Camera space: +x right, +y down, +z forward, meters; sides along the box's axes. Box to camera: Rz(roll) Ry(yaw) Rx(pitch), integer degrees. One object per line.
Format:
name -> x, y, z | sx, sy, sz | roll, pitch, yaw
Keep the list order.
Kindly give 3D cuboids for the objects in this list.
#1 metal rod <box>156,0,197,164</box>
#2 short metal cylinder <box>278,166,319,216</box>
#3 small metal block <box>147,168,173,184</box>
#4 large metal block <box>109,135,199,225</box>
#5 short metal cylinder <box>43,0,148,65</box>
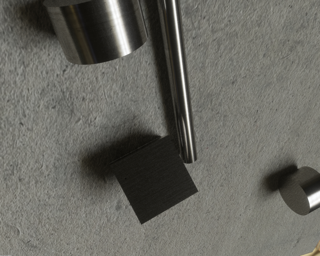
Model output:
metal rod -> 0.020, -0.075, 0.370 | 0.025, 0.025, 0.298 | -22, 127, -15
short metal cylinder -> 0.276, 0.120, 0.597 | 0.050, 0.080, 0.080 | -22, 127, -15
small metal block -> 0.000, 0.079, 0.456 | 0.050, 0.025, 0.050 | -10, 123, -23
large metal block -> -0.010, 0.063, 0.400 | 0.080, 0.050, 0.080 | -28, 91, -11
short metal cylinder -> -0.056, -0.099, 0.280 | 0.081, 0.080, 0.050 | -25, 128, -13
